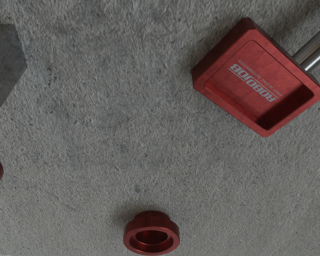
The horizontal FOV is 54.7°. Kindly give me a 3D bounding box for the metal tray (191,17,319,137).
[{"bbox_3d":[0.113,-0.052,0.360,0.131,0.030,0.090,31,123,-24],"label":"metal tray"}]

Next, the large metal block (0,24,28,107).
[{"bbox_3d":[-0.194,-0.065,0.314,0.081,0.080,0.050,0,130,0],"label":"large metal block"}]

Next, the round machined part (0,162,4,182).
[{"bbox_3d":[-0.288,0.069,0.452,0.099,0.042,0.097,0,130,0],"label":"round machined part"}]

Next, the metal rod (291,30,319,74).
[{"bbox_3d":[0.238,-0.162,0.254,0.025,0.025,0.299,32,118,-24],"label":"metal rod"}]

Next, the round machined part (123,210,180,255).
[{"bbox_3d":[-0.015,0.184,0.553,0.099,0.042,0.097,0,130,0],"label":"round machined part"}]
